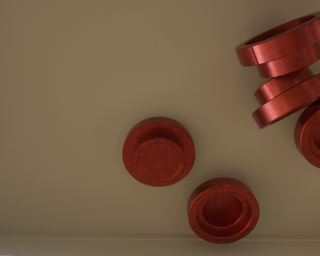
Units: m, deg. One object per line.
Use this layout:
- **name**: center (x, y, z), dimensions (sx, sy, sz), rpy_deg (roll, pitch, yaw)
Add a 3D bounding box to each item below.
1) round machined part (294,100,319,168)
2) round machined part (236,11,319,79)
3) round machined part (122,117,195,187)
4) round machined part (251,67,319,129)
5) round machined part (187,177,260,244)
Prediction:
- **round machined part**: center (0.225, 0.003, 0.407), dimensions (0.099, 0.042, 0.097), rpy_deg (0, 110, -1)
- **round machined part**: center (0.137, -0.087, 0.341), dimensions (0.098, 0.098, 0.042), rpy_deg (-23, 104, 8)
- **round machined part**: center (-0.002, 0.038, 0.416), dimensions (0.099, 0.042, 0.097), rpy_deg (0, 110, -1)
- **round machined part**: center (0.152, -0.040, 0.367), dimensions (0.098, 0.098, 0.042), rpy_deg (-30, 78, 10)
- **round machined part**: center (0.088, 0.113, 0.445), dimensions (0.099, 0.042, 0.097), rpy_deg (0, 110, -1)
